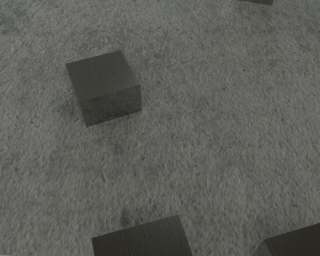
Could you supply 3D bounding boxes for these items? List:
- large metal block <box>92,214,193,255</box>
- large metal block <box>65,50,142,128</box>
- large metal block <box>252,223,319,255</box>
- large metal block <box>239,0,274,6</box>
[{"bbox_3d":[-0.011,0.134,0.274,0.081,0.050,0.080,-12,51,-11],"label":"large metal block"},{"bbox_3d":[-0.078,-0.057,0.434,0.081,0.050,0.080,-18,53,-15],"label":"large metal block"},{"bbox_3d":[0.141,0.136,0.275,0.081,0.050,0.080,-12,51,-10],"label":"large metal block"},{"bbox_3d":[0.204,-0.305,0.646,0.080,0.050,0.080,15,51,11],"label":"large metal block"}]
